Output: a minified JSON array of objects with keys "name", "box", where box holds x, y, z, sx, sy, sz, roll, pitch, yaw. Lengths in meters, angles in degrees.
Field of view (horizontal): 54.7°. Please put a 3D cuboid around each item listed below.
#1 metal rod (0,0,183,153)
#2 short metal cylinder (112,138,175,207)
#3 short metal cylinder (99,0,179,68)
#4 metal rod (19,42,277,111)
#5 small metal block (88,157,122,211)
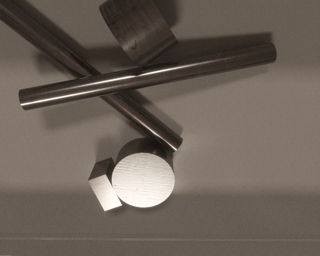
[{"name":"metal rod","box":[-0.092,-0.067,0.385,0.301,0.025,0.025,38,105,-14]},{"name":"short metal cylinder","box":[-0.022,0.059,0.420,0.081,0.050,0.079,0,110,-1]},{"name":"short metal cylinder","box":[-0.022,-0.113,0.340,0.050,0.080,0.080,-32,107,11]},{"name":"metal rod","box":[-0.010,-0.062,0.369,0.302,0.025,0.025,-11,110,-4]},{"name":"small metal block","box":[-0.071,0.076,0.425,0.025,0.050,0.050,-21,109,7]}]
